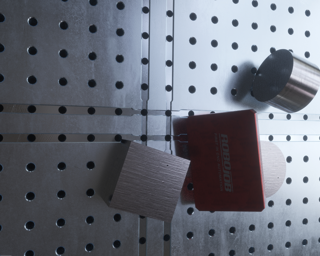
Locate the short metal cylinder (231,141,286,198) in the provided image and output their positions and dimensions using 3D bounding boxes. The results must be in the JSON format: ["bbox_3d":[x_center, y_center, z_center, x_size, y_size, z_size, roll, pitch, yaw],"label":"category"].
[{"bbox_3d":[0.133,0.057,0.448,0.081,0.050,0.079,0,90,-20],"label":"short metal cylinder"}]

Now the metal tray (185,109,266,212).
[{"bbox_3d":[0.088,0.044,0.414,0.090,0.030,0.129,-6,93,22],"label":"metal tray"}]

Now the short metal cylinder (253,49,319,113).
[{"bbox_3d":[0.182,-0.067,0.450,0.050,0.080,0.080,19,84,-19],"label":"short metal cylinder"}]

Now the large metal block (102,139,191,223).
[{"bbox_3d":[-0.018,0.065,0.393,0.080,0.050,0.080,20,83,-19],"label":"large metal block"}]
